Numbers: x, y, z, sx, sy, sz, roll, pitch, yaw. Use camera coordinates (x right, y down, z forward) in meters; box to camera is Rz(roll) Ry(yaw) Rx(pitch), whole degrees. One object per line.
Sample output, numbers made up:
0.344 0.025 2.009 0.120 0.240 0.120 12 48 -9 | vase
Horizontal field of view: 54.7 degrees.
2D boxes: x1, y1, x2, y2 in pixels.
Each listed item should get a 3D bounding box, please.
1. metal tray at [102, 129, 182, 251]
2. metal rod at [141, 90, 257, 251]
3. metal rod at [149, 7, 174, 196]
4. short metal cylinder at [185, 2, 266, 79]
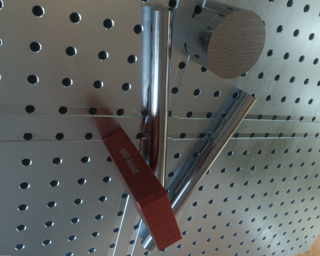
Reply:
-0.024 0.071 0.375 0.030 0.130 0.090 -26 128 -12 | metal tray
0.056 0.075 0.489 0.025 0.025 0.299 22 107 -37 | metal rod
-0.002 -0.001 0.411 0.025 0.025 0.298 -12 124 -22 | metal rod
0.078 -0.106 0.374 0.081 0.050 0.079 -14 125 -21 | short metal cylinder
